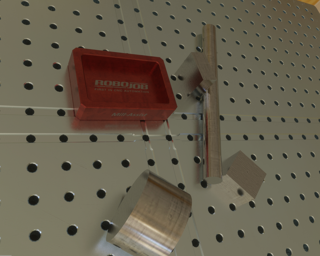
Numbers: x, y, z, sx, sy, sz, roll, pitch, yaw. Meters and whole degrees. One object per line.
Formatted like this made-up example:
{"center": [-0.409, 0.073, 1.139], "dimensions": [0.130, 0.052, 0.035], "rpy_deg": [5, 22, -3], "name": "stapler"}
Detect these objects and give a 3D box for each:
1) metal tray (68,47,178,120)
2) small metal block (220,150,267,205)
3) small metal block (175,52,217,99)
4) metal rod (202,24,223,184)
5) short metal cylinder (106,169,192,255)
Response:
{"center": [-0.049, -0.057, 0.414], "dimensions": [0.131, 0.030, 0.090], "rpy_deg": [-1, 62, -29], "name": "metal tray"}
{"center": [0.113, 0.068, 0.430], "dimensions": [0.050, 0.025, 0.050], "rpy_deg": [42, 51, 0], "name": "small metal block"}
{"center": [0.054, -0.079, 0.471], "dimensions": [0.025, 0.050, 0.050], "rpy_deg": [-6, 65, -31], "name": "small metal block"}
{"center": [0.079, -0.056, 0.487], "dimensions": [0.025, 0.025, 0.300], "rpy_deg": [18, 55, -19], "name": "metal rod"}
{"center": [-0.011, 0.089, 0.314], "dimensions": [0.050, 0.080, 0.080], "rpy_deg": [32, 51, -8], "name": "short metal cylinder"}
